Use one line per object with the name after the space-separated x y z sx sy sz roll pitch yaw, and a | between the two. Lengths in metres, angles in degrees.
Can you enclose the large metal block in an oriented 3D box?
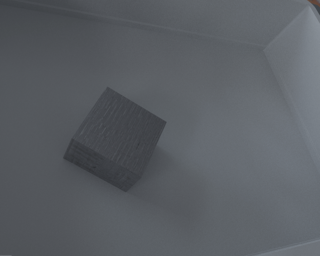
-0.050 0.013 0.354 0.080 0.050 0.080 31 52 -8 | large metal block
